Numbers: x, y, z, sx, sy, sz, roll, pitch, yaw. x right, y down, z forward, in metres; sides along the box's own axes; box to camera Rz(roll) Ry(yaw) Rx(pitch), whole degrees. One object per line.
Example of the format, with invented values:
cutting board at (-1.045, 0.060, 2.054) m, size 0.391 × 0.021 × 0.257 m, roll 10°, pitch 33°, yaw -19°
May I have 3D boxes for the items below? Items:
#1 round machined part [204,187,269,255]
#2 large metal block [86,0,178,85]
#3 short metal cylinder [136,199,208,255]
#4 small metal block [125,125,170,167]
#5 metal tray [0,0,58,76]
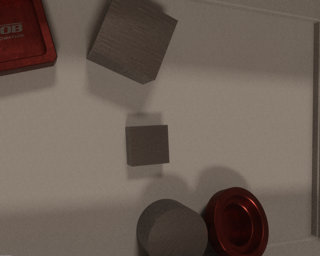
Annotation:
round machined part at (0.100, 0.134, 0.428) m, size 0.099 × 0.042 × 0.098 m, roll 14°, pitch 63°, yaw -29°
large metal block at (-0.035, -0.109, 0.385) m, size 0.080 × 0.050 × 0.080 m, roll 23°, pitch 82°, yaw -19°
short metal cylinder at (0.015, 0.138, 0.404) m, size 0.081 × 0.050 × 0.079 m, roll 0°, pitch 90°, yaw -20°
small metal block at (-0.017, 0.022, 0.405) m, size 0.050 × 0.025 × 0.050 m, roll -3°, pitch 91°, yaw -20°
metal tray at (-0.190, -0.102, 0.337) m, size 0.131 × 0.030 × 0.089 m, roll -16°, pitch 96°, yaw -20°
